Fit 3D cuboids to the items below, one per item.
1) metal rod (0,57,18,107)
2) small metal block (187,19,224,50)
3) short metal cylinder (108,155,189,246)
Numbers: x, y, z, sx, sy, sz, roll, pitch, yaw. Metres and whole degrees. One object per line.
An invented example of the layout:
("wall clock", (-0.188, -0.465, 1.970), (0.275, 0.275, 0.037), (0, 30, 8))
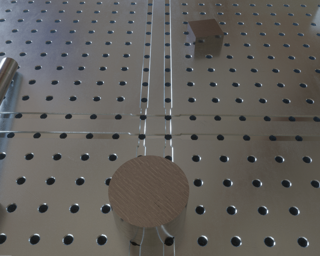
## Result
("metal rod", (-0.226, 0.003, 0.381), (0.025, 0.025, 0.300), (-3, 44, -3))
("small metal block", (0.080, -0.167, 0.549), (0.050, 0.025, 0.050), (-9, 51, -8))
("short metal cylinder", (-0.011, 0.076, 0.327), (0.081, 0.050, 0.080), (0, 50, 0))
